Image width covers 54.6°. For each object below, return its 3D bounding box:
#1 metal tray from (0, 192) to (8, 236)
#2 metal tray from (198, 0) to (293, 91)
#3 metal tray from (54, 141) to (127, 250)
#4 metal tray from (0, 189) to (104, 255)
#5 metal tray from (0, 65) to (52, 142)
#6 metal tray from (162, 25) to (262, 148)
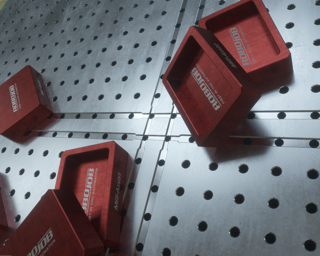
[{"bbox_3d":[-0.293,0.130,0.481,0.090,0.030,0.130,-40,51,1],"label":"metal tray"},{"bbox_3d":[0.110,-0.114,0.417,0.090,0.030,0.130,-20,54,16],"label":"metal tray"},{"bbox_3d":[-0.094,0.086,0.402,0.090,0.030,0.130,-12,57,21],"label":"metal tray"},{"bbox_3d":[-0.131,0.145,0.355,0.130,0.030,0.090,-49,59,14],"label":"metal tray"},{"bbox_3d":[-0.256,-0.049,0.571,0.090,0.030,0.130,-36,51,4],"label":"metal tray"},{"bbox_3d":[0.054,-0.052,0.377,0.089,0.030,0.130,-59,41,35],"label":"metal tray"}]
